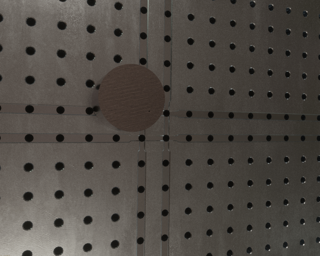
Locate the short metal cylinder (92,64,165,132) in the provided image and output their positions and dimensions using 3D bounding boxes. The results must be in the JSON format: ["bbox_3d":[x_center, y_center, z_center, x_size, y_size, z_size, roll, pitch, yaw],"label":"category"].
[{"bbox_3d":[-0.040,-0.035,0.385,0.081,0.050,0.079,0,90,-21],"label":"short metal cylinder"}]
